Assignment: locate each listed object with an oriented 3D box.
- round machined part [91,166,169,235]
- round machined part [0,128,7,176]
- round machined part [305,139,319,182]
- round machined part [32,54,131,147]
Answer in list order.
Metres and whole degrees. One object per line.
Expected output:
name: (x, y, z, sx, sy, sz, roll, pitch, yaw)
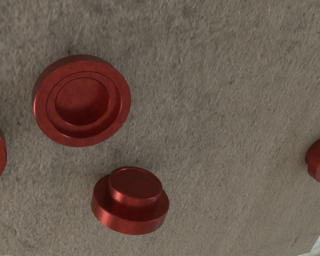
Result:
round machined part: (-0.035, 0.085, 0.394, 0.099, 0.098, 0.042, 2, 117, -30)
round machined part: (-0.203, 0.020, 0.297, 0.099, 0.042, 0.097, -14, 125, -21)
round machined part: (0.331, 0.058, 0.616, 0.099, 0.042, 0.097, -14, 125, -21)
round machined part: (-0.084, -0.032, 0.331, 0.099, 0.042, 0.097, -14, 125, -21)
